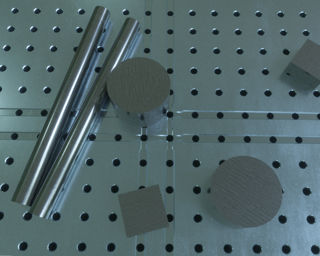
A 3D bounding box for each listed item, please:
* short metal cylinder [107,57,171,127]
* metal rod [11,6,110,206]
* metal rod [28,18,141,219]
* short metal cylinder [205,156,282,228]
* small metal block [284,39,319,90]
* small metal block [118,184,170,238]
[{"bbox_3d":[-0.027,-0.047,0.415,0.081,0.050,0.080,0,70,0],"label":"short metal cylinder"},{"bbox_3d":[-0.128,-0.043,0.426,0.025,0.025,0.299,15,71,5],"label":"metal rod"},{"bbox_3d":[-0.093,-0.026,0.420,0.025,0.025,0.300,19,71,7],"label":"metal rod"},{"bbox_3d":[0.097,0.078,0.370,0.081,0.050,0.080,0,70,0],"label":"short metal cylinder"},{"bbox_3d":[0.218,-0.092,0.447,0.050,0.025,0.050,36,74,12],"label":"small metal block"},{"bbox_3d":[-0.020,0.101,0.375,0.050,0.025,0.050,-14,71,-5],"label":"small metal block"}]
